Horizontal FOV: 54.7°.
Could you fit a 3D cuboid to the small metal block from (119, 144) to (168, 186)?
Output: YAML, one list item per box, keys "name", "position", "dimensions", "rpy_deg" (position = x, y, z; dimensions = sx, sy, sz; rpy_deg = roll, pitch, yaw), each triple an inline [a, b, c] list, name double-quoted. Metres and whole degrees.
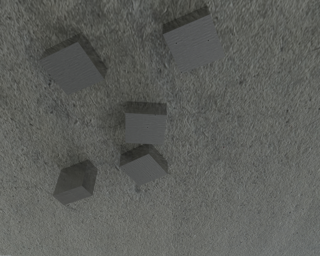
- name: "small metal block"
  position: [-0.023, 0.053, 0.452]
  dimensions: [0.050, 0.025, 0.050]
  rpy_deg: [-26, 126, 20]

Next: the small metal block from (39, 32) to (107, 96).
- name: "small metal block"
  position: [-0.095, -0.071, 0.346]
  dimensions: [0.050, 0.025, 0.050]
  rpy_deg: [-20, 128, 16]

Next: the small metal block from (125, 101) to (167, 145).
- name: "small metal block"
  position: [-0.019, -0.006, 0.402]
  dimensions: [0.050, 0.025, 0.050]
  rpy_deg: [3, 130, -3]

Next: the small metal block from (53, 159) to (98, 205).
- name: "small metal block"
  position: [-0.124, 0.080, 0.458]
  dimensions: [0.050, 0.050, 0.025]
  rpy_deg: [-21, 127, 16]

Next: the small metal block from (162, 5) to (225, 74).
- name: "small metal block"
  position: [0.036, -0.093, 0.329]
  dimensions: [0.050, 0.025, 0.050]
  rpy_deg: [-19, 128, 15]
